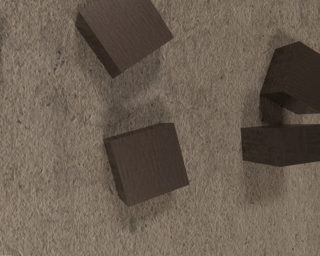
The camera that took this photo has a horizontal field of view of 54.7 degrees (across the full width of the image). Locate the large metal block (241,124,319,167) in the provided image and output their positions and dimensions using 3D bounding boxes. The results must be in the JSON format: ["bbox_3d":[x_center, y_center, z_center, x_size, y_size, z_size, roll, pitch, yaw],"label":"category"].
[{"bbox_3d":[0.176,0.022,0.447,0.081,0.080,0.050,-5,92,-20],"label":"large metal block"}]

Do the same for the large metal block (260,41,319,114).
[{"bbox_3d":[0.213,-0.074,0.476,0.080,0.050,0.080,23,82,-19],"label":"large metal block"}]

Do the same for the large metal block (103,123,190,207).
[{"bbox_3d":[-0.018,0.042,0.390,0.081,0.050,0.080,-16,96,-20],"label":"large metal block"}]

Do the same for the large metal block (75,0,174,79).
[{"bbox_3d":[-0.044,-0.119,0.380,0.080,0.050,0.080,-38,103,-16],"label":"large metal block"}]
